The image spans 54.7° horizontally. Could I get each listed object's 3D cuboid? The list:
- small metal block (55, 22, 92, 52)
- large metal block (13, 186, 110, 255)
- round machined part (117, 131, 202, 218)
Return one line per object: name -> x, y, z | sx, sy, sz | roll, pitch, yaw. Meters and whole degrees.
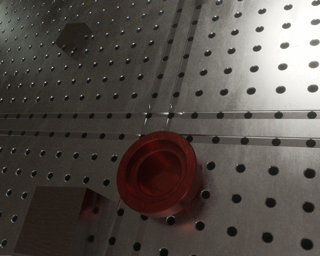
small metal block -> -0.168, -0.176, 0.602 | 0.050, 0.025, 0.050 | 9, 66, 32
large metal block -> -0.117, 0.118, 0.379 | 0.080, 0.050, 0.080 | -4, 60, 25
round machined part -> 0.003, 0.056, 0.361 | 0.098, 0.042, 0.098 | -13, 56, 20
